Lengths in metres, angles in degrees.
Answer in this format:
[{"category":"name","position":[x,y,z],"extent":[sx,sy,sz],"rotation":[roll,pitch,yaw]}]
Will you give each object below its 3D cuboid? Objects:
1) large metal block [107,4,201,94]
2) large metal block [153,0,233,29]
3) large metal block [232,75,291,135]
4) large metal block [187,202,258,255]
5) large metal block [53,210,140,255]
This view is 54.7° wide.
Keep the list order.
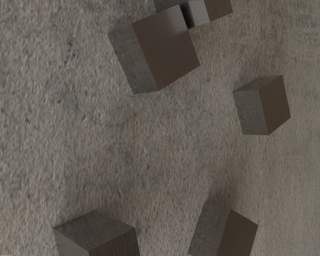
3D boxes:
[{"category":"large metal block","position":[-0.005,-0.097,0.386],"extent":[0.081,0.050,0.080],"rotation":[-36,113,-34]},{"category":"large metal block","position":[0.037,-0.173,0.402],"extent":[0.050,0.080,0.080],"rotation":[-33,111,-35]},{"category":"large metal block","position":[0.180,-0.040,0.542],"extent":[0.081,0.050,0.080],"rotation":[-29,109,-36]},{"category":"large metal block","position":[0.098,0.170,0.474],"extent":[0.080,0.050,0.080],"rotation":[35,68,-35]},{"category":"large metal block","position":[-0.063,0.140,0.318],"extent":[0.050,0.080,0.079],"rotation":[-16,100,-39]}]
